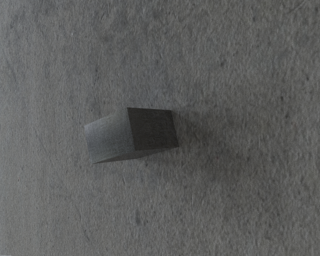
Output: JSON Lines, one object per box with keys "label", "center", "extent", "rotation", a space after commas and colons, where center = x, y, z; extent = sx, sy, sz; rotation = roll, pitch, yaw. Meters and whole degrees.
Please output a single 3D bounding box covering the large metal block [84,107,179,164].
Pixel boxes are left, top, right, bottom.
{"label": "large metal block", "center": [-0.036, 0.011, 0.397], "extent": [0.080, 0.081, 0.050], "rotation": [-19, 78, 38]}
